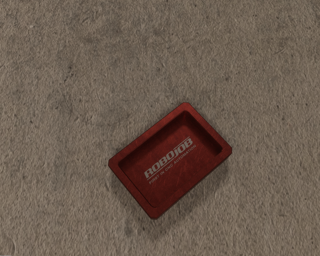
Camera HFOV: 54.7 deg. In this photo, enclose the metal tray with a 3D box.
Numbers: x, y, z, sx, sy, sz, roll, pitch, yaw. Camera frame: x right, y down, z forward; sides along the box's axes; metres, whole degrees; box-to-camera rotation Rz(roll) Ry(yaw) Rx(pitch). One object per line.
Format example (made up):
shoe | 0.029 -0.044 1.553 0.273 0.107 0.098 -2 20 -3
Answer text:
metal tray | 0.013 0.039 0.391 0.130 0.030 0.090 -38 75 -13
